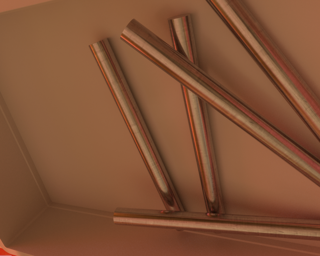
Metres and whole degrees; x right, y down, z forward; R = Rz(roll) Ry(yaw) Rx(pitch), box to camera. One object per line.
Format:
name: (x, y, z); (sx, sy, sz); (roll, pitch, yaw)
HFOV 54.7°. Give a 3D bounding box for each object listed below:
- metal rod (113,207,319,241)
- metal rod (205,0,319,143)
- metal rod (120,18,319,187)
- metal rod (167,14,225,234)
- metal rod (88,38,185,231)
metal rod: (0.081, 0.127, 0.412); (0.301, 0.025, 0.025); (-1, 118, 17)
metal rod: (0.150, -0.022, 0.315); (0.300, 0.025, 0.025); (49, 128, -7)
metal rod: (0.088, -0.014, 0.331); (0.301, 0.025, 0.025); (36, 129, -5)
metal rod: (0.052, 0.014, 0.388); (0.025, 0.025, 0.298); (0, 119, 28)
metal rod: (-0.021, 0.023, 0.432); (0.025, 0.025, 0.299); (-10, 114, 32)
